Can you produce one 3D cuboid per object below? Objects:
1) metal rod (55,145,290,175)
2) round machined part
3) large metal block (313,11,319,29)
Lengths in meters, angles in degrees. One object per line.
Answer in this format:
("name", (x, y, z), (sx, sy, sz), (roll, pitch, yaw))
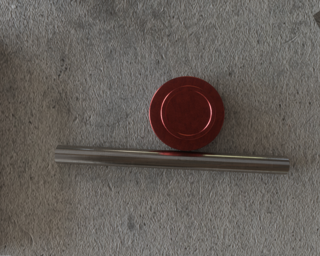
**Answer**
("metal rod", (0.016, 0.042, 0.410), (0.302, 0.025, 0.025), (3, 90, -1))
("round machined part", (0.035, -0.019, 0.402), (0.099, 0.042, 0.097), (0, 90, -1))
("large metal block", (0.265, -0.137, 0.401), (0.080, 0.050, 0.080), (-27, 90, 0))
